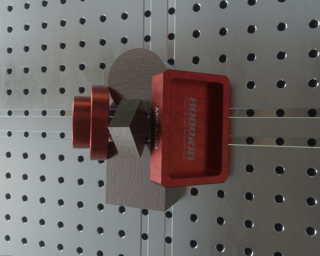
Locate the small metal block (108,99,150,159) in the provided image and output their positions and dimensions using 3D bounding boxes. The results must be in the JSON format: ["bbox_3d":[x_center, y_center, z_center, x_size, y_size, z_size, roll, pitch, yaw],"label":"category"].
[{"bbox_3d":[-0.034,0.001,0.366,0.025,0.050,0.050,0,132,17],"label":"small metal block"}]

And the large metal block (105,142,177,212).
[{"bbox_3d":[-0.022,0.059,0.407,0.080,0.050,0.080,2,91,20],"label":"large metal block"}]

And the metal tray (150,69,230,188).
[{"bbox_3d":[0.036,0.001,0.367,0.030,0.091,0.129,2,91,63],"label":"metal tray"}]

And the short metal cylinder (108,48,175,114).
[{"bbox_3d":[-0.020,-0.059,0.405,0.080,0.050,0.080,0,90,20],"label":"short metal cylinder"}]

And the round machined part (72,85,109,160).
[{"bbox_3d":[-0.091,-0.007,0.402,0.042,0.098,0.097,1,91,-13],"label":"round machined part"}]
